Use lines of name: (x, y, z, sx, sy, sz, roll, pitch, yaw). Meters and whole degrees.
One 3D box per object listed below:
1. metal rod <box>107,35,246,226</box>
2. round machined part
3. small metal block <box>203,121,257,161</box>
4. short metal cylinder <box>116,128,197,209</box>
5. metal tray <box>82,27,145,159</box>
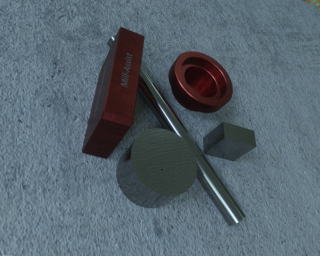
metal rod: (0.016, -0.005, 0.420, 0.025, 0.025, 0.299, -25, 75, -37)
round machined part: (0.056, -0.064, 0.465, 0.099, 0.042, 0.098, 14, 56, -21)
small metal block: (0.095, 0.020, 0.427, 0.050, 0.050, 0.025, 15, 56, -20)
short metal cylinder: (-0.005, 0.047, 0.359, 0.081, 0.050, 0.080, 14, 56, -21)
metal tray: (-0.054, -0.041, 0.360, 0.030, 0.090, 0.130, 17, 55, -19)
